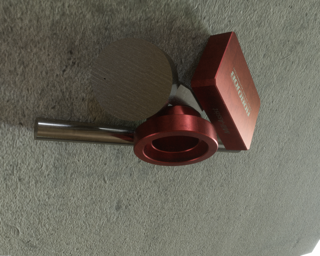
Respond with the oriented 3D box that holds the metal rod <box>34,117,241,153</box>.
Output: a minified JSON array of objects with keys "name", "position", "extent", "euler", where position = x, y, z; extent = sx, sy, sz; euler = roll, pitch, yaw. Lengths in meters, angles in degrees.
[{"name":"metal rod","position":[-0.006,0.014,0.414],"extent":[0.302,0.025,0.025],"euler":[6,116,-31]}]

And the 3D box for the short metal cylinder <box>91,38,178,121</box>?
[{"name":"short metal cylinder","position":[-0.024,-0.050,0.323],"extent":[0.080,0.050,0.079],"euler":[1,98,9]}]

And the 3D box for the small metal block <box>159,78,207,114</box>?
[{"name":"small metal block","position":[0.023,-0.041,0.377],"extent":[0.050,0.050,0.025],"euler":[26,104,-37]}]

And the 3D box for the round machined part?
[{"name":"round machined part","position":[0.018,0.008,0.372],"extent":[0.099,0.042,0.098],"euler":[-2,151,-1]}]

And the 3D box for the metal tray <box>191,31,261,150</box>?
[{"name":"metal tray","position":[0.090,-0.043,0.394],"extent":[0.130,0.030,0.090],"euler":[54,48,-40]}]
